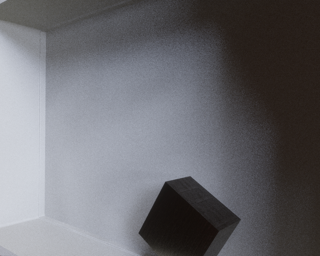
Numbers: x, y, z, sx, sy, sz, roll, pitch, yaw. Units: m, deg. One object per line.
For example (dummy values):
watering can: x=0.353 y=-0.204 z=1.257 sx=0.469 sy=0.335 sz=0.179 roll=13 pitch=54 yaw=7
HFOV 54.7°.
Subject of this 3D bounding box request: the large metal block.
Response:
large metal block: x=0.032 y=0.115 z=0.362 sx=0.080 sy=0.050 sz=0.079 roll=39 pitch=113 yaw=33
